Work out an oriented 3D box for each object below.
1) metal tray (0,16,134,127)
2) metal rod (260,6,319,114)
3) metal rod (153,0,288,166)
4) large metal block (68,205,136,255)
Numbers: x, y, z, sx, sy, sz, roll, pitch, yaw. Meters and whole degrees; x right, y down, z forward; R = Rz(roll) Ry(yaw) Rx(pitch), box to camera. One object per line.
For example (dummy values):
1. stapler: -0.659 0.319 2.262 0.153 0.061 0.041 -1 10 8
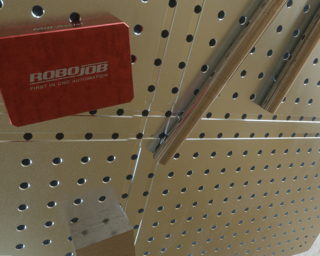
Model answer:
1. metal tray: -0.096 -0.059 0.320 0.131 0.030 0.089 -15 125 -21
2. metal rod: 0.233 -0.155 0.445 0.025 0.025 0.298 14 111 -35
3. metal rod: 0.085 -0.074 0.413 0.025 0.025 0.299 27 104 -38
4. large metal block: -0.084 0.171 0.457 0.081 0.050 0.079 -14 125 -21
